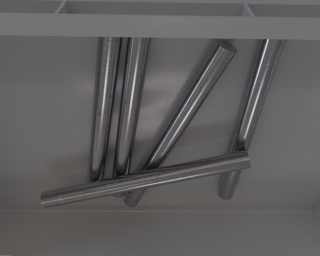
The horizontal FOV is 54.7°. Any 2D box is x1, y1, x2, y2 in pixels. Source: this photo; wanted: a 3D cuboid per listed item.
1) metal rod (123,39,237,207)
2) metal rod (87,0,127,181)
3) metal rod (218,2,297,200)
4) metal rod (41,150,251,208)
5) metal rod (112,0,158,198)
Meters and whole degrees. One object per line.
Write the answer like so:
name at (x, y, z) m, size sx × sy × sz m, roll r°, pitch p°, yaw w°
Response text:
metal rod at (0.012, 0.015, 0.421) m, size 0.025 × 0.025 × 0.298 m, roll 19°, pitch 128°, yaw -15°
metal rod at (-0.075, -0.010, 0.399) m, size 0.025 × 0.025 × 0.298 m, roll 9°, pitch 130°, yaw -8°
metal rod at (0.114, -0.007, 0.403) m, size 0.025 × 0.025 × 0.298 m, roll 2°, pitch 130°, yaw -2°
metal rod at (-0.027, 0.074, 0.437) m, size 0.301 × 0.025 × 0.025 m, roll -13°, pitch 129°, yaw 10°
metal rod at (-0.041, -0.011, 0.399) m, size 0.025 × 0.025 × 0.298 m, roll 7°, pitch 130°, yaw -7°
